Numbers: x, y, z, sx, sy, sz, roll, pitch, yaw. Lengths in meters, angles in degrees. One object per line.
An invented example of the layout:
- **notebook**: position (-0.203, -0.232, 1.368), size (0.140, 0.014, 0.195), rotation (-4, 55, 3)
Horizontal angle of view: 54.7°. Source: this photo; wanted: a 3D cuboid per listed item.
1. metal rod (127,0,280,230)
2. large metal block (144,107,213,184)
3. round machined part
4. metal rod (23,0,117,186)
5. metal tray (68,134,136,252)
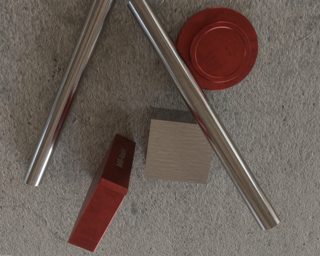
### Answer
- **metal rod**: position (0.050, -0.018, 0.357), size (0.025, 0.025, 0.299), rotation (-31, 90, 10)
- **large metal block**: position (0.024, 0.022, 0.405), size (0.081, 0.050, 0.079), rotation (6, 110, -3)
- **round machined part**: position (0.068, -0.091, 0.368), size (0.099, 0.042, 0.097), rotation (0, 110, -1)
- **metal rod**: position (-0.113, -0.052, 0.388), size (0.025, 0.025, 0.298), rotation (25, 108, -9)
- **metal tray**: position (-0.066, 0.072, 0.379), size (0.030, 0.130, 0.089), rotation (26, 108, -10)
